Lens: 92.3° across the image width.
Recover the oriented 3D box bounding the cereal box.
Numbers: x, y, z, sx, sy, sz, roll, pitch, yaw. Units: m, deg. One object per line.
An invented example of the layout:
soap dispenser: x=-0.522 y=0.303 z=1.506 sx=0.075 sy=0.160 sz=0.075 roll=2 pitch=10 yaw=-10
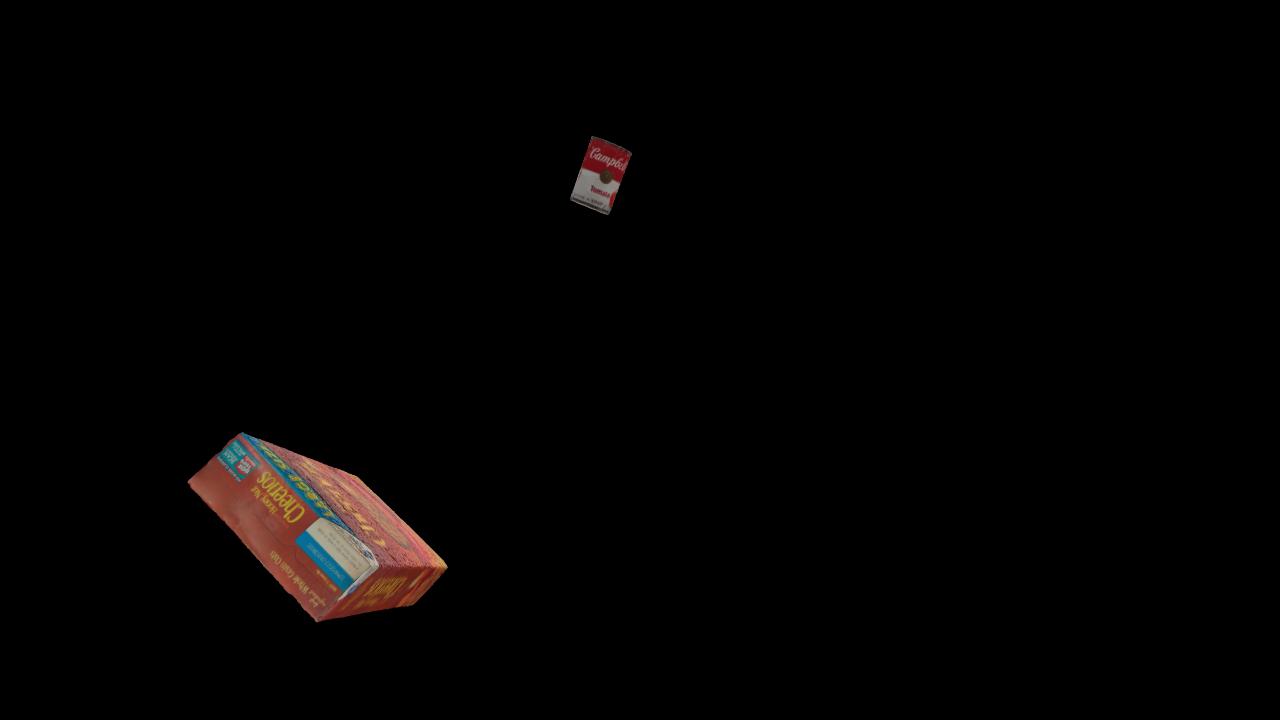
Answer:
cereal box: x=-0.361 y=0.207 z=0.742 sx=0.203 sy=0.081 sz=0.306 roll=40 pitch=-17 yaw=11

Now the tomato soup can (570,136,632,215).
tomato soup can: x=-0.062 y=-0.284 z=0.954 sx=0.068 sy=0.101 sz=0.068 roll=21 pitch=11 yaw=-4
